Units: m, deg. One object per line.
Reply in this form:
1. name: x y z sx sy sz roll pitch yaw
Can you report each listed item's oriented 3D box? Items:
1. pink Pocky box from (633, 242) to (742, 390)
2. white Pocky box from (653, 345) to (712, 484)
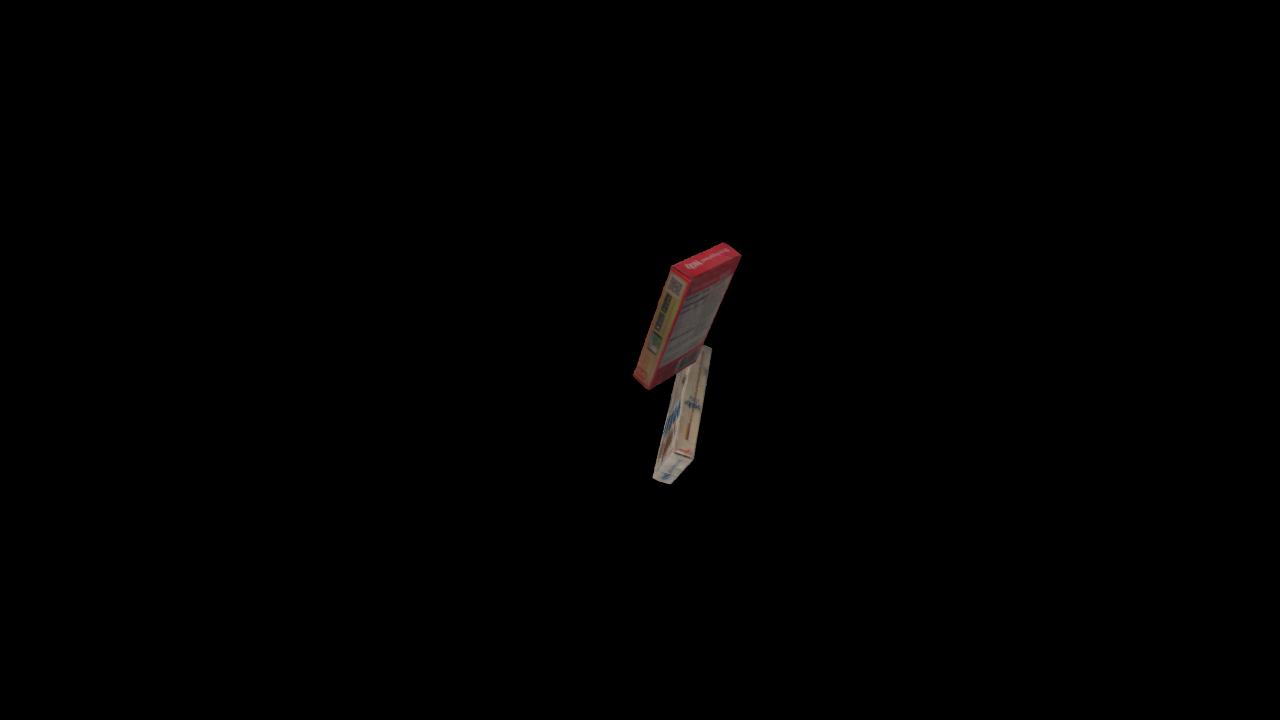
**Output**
1. pink Pocky box: 0.046 -0.043 0.635 0.029 0.155 0.084 41 47 22
2. white Pocky box: 0.052 0.063 0.735 0.028 0.154 0.084 18 -34 -5
